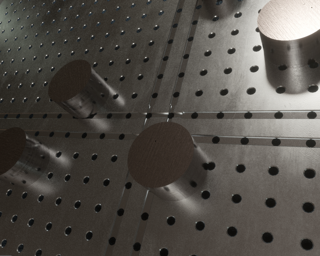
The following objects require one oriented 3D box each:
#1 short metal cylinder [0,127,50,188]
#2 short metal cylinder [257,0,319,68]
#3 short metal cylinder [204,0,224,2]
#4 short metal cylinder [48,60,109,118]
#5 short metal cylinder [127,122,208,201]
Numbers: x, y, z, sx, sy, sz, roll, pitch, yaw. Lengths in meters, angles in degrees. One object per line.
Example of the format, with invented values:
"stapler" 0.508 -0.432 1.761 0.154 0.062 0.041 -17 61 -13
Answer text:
"short metal cylinder" -0.219 0.045 0.477 0.080 0.050 0.080 -13 56 20
"short metal cylinder" 0.165 -0.121 0.380 0.080 0.050 0.080 -13 56 20
"short metal cylinder" 0.093 -0.251 0.496 0.080 0.050 0.080 -13 56 20
"short metal cylinder" -0.129 -0.062 0.496 0.080 0.050 0.080 -13 56 20
"short metal cylinder" 0.010 0.039 0.362 0.080 0.050 0.080 -13 56 20
